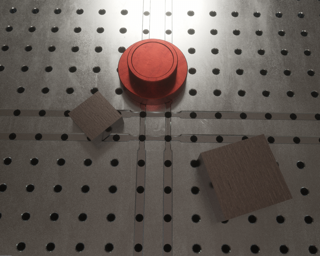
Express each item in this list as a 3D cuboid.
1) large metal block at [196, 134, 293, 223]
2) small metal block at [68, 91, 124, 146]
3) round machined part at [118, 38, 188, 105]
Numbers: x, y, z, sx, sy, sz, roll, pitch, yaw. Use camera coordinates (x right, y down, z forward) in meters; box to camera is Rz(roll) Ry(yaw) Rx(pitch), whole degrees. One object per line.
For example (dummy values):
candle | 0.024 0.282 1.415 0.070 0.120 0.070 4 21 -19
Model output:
large metal block | 0.098 0.062 0.377 0.081 0.050 0.080 -16 71 -6
small metal block | -0.085 -0.013 0.415 0.050 0.025 0.050 -40 75 -14
round machined part | -0.010 -0.085 0.434 0.099 0.042 0.098 0 70 -1
